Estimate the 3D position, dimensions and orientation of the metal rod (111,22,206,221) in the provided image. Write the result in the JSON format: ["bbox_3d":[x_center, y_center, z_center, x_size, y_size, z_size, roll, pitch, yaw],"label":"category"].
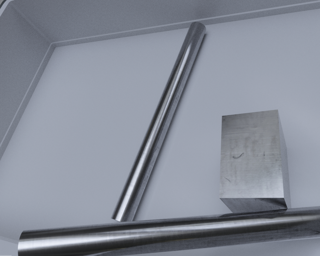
[{"bbox_3d":[0.006,-0.021,0.413,0.025,0.025,0.300,8,66,31],"label":"metal rod"}]

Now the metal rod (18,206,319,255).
[{"bbox_3d":[0.046,0.082,0.249,0.302,0.025,0.025,-3,57,-4],"label":"metal rod"}]

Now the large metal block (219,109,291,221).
[{"bbox_3d":[0.093,0.040,0.297,0.050,0.080,0.080,-6,59,25],"label":"large metal block"}]

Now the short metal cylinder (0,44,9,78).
[{"bbox_3d":[-0.368,-0.146,0.652,0.080,0.080,0.050,-41,51,0],"label":"short metal cylinder"}]
